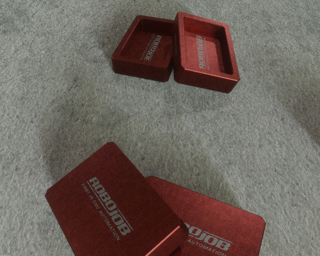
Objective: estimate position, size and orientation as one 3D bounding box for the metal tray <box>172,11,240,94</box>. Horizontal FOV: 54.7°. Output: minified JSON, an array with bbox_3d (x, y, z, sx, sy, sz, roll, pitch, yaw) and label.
[{"bbox_3d":[0.067,-0.118,0.476,0.091,0.030,0.130,10,54,-14],"label":"metal tray"}]

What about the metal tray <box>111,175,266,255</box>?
[{"bbox_3d":[0.028,0.111,0.308,0.130,0.030,0.090,19,52,14],"label":"metal tray"}]

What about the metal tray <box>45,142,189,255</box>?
[{"bbox_3d":[-0.047,0.082,0.302,0.090,0.030,0.130,-39,49,-11],"label":"metal tray"}]

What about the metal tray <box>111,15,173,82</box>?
[{"bbox_3d":[-0.015,-0.135,0.513,0.090,0.030,0.130,12,51,10],"label":"metal tray"}]
